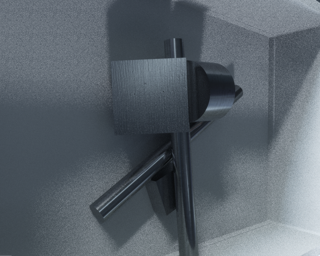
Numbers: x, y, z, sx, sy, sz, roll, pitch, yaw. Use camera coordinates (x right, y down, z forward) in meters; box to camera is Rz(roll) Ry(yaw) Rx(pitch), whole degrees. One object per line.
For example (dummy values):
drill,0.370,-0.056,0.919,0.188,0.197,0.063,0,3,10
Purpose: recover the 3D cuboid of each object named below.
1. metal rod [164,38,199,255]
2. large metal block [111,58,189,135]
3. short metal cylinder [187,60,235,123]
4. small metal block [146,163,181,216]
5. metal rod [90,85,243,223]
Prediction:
metal rod,0.028,0.038,0.397,0.025,0.025,0.298,-6,93,-40
large metal block,-0.010,-0.035,0.356,0.081,0.050,0.079,-3,92,0
short metal cylinder,0.052,-0.048,0.414,0.050,0.080,0.079,-6,94,-42
small metal block,0.012,0.081,0.417,0.050,0.025,0.050,-27,107,-37
metal rod,0.028,0.018,0.430,0.302,0.025,0.025,-39,114,-33
